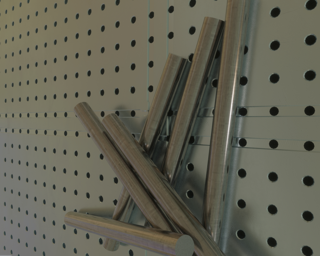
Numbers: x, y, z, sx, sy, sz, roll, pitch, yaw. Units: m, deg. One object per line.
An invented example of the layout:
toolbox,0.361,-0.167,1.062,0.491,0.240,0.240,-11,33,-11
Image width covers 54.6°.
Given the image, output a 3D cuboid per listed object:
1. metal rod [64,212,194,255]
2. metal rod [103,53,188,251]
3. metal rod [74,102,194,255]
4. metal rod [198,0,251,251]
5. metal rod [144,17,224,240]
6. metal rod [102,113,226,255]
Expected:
metal rod,-0.065,0.138,0.422,0.299,0.025,0.025,-13,82,52
metal rod,-0.026,0.044,0.431,0.025,0.025,0.298,32,110,35
metal rod,-0.036,0.071,0.405,0.300,0.025,0.025,50,119,28
metal rod,0.071,0.001,0.351,0.025,0.025,0.298,10,96,39
metal rod,0.024,0.015,0.390,0.025,0.025,0.298,25,106,37
metal rod,0.015,0.089,0.363,0.300,0.025,0.025,50,119,28
